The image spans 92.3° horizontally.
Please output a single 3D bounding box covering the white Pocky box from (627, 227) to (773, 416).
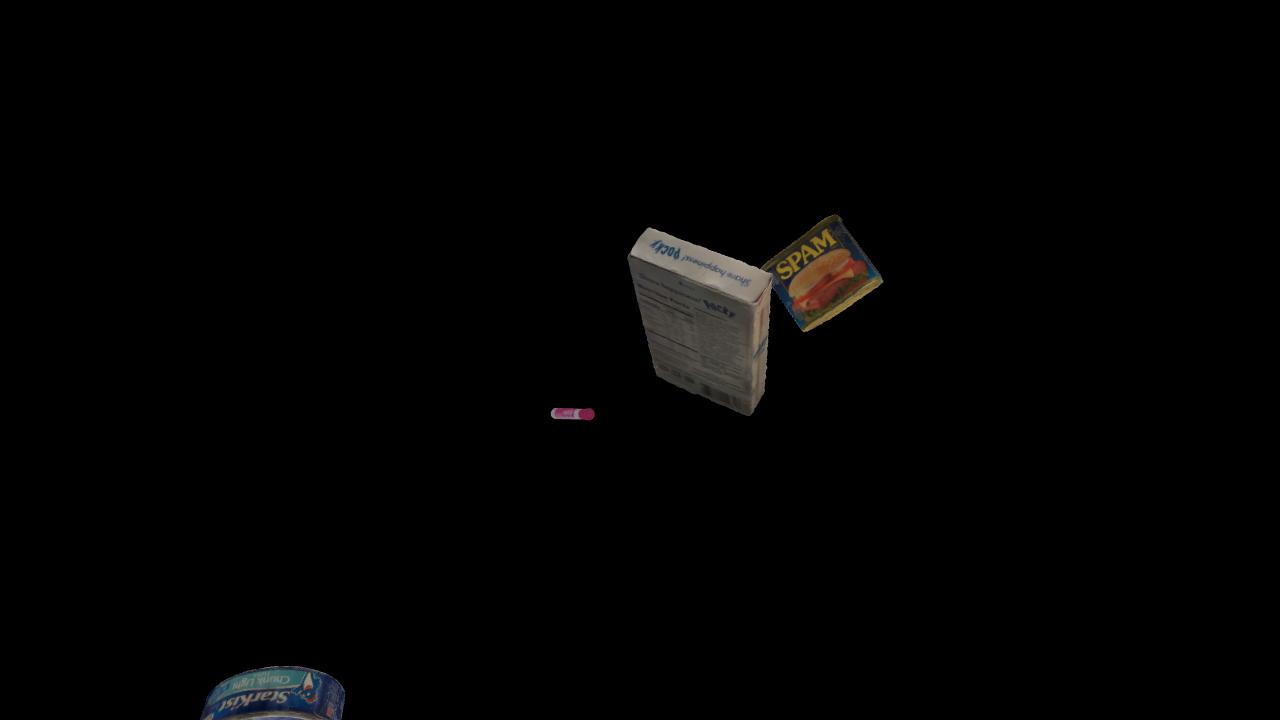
[{"bbox_3d":[0.043,-0.017,0.410,0.084,0.028,0.154,25,-22,21],"label":"white Pocky box"}]

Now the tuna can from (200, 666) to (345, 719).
[{"bbox_3d":[-0.241,0.237,0.404,0.084,0.084,0.034,0,37,-14],"label":"tuna can"}]

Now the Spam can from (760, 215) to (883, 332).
[{"bbox_3d":[0.196,-0.091,0.668,0.101,0.085,0.058,-37,-14,26],"label":"Spam can"}]

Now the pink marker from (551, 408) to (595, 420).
[{"bbox_3d":[-0.109,0.088,0.997,0.020,0.020,0.121,0,-3,-35],"label":"pink marker"}]
